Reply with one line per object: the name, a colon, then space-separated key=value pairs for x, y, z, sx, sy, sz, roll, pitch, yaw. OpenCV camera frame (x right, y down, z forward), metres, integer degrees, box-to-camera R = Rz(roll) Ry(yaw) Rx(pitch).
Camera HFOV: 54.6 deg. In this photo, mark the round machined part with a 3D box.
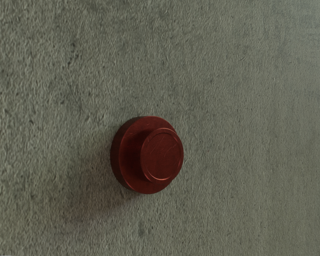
round machined part: x=-0.009 y=0.034 z=0.386 sx=0.099 sy=0.042 sz=0.097 roll=0 pitch=90 yaw=-40
